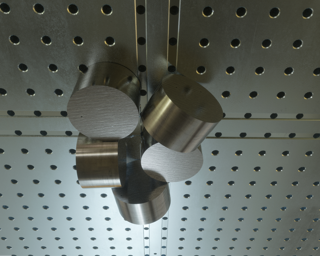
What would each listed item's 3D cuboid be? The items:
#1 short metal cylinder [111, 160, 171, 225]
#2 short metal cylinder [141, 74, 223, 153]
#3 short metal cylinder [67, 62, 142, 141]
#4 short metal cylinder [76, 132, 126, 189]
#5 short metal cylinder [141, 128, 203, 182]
[{"bbox_3d":[-0.026,0.093,0.453,0.080,0.080,0.050,-5,130,4],"label":"short metal cylinder"},{"bbox_3d":[0.025,-0.018,0.361,0.080,0.080,0.050,22,126,-18],"label":"short metal cylinder"},{"bbox_3d":[-0.064,-0.031,0.368,0.080,0.050,0.079,0,131,1],"label":"short metal cylinder"},{"bbox_3d":[-0.075,0.039,0.409,0.050,0.080,0.079,-2,130,1],"label":"short metal cylinder"},{"bbox_3d":[0.016,0.029,0.420,0.081,0.050,0.079,-1,131,0],"label":"short metal cylinder"}]
